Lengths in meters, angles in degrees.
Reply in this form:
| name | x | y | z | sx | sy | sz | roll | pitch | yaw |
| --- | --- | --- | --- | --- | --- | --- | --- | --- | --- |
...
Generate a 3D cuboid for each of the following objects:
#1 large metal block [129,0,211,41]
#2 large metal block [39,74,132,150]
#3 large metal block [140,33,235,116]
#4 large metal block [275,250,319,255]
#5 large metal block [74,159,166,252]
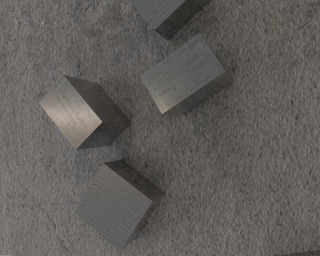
| name | x | y | z | sx | sy | sz | roll | pitch | yaw |
| --- | --- | --- | --- | --- | --- | --- | --- | --- | --- |
| large metal block | 0.008 | -0.173 | 0.393 | 0.080 | 0.050 | 0.080 | -41 | 77 | 15 |
| large metal block | -0.096 | -0.020 | 0.414 | 0.050 | 0.080 | 0.080 | -45 | 76 | 15 |
| large metal block | 0.036 | -0.058 | 0.367 | 0.080 | 0.080 | 0.050 | -34 | 79 | 17 |
| large metal block | 0.162 | 0.186 | 0.338 | 0.080 | 0.050 | 0.080 | -17 | 85 | 19 |
| large metal block | -0.053 | 0.099 | 0.414 | 0.080 | 0.050 | 0.080 | 35 | 101 | 16 |
